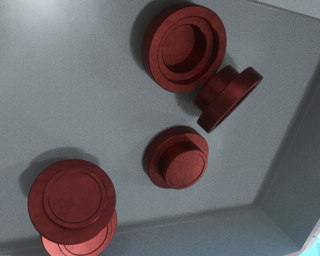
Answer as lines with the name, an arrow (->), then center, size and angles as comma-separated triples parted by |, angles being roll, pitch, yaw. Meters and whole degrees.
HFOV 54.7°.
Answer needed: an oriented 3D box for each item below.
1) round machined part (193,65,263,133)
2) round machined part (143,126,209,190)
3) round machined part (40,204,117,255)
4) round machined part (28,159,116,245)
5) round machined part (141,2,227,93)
round machined part -> 0.081, -0.042, 0.397 | 0.098, 0.042, 0.098 | -43, 170, -9
round machined part -> 0.029, 0.049, 0.446 | 0.099, 0.042, 0.097 | -14, 125, -21
round machined part -> -0.102, 0.128, 0.400 | 0.099, 0.042, 0.097 | -3, 96, -29
round machined part -> -0.099, 0.083, 0.357 | 0.099, 0.098, 0.042 | -9, 162, -24
round machined part -> 0.024, -0.093, 0.355 | 0.099, 0.042, 0.097 | -14, 125, -21
